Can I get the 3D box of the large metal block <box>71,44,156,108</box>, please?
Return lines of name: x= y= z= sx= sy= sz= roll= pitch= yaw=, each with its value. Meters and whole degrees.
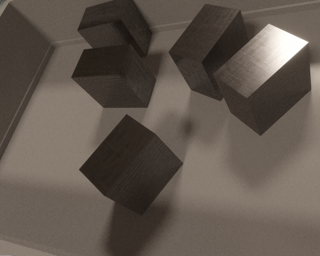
large metal block: x=-0.063 y=-0.071 z=0.446 sx=0.080 sy=0.080 sz=0.050 roll=2 pitch=63 yaw=29

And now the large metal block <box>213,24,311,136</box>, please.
large metal block: x=0.115 y=-0.050 z=0.340 sx=0.080 sy=0.080 sz=0.050 roll=-42 pitch=51 yaw=-1

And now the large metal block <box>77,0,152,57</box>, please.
large metal block: x=-0.070 y=-0.155 z=0.501 sx=0.080 sy=0.080 sz=0.050 roll=-3 pitch=60 yaw=26

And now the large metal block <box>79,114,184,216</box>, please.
large metal block: x=-0.030 y=0.044 z=0.358 sx=0.050 sy=0.080 sz=0.080 roll=34 pitch=80 yaw=38

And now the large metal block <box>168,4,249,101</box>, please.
large metal block: x=0.067 y=-0.094 z=0.392 sx=0.050 sy=0.080 sz=0.080 roll=28 pitch=77 yaw=37
